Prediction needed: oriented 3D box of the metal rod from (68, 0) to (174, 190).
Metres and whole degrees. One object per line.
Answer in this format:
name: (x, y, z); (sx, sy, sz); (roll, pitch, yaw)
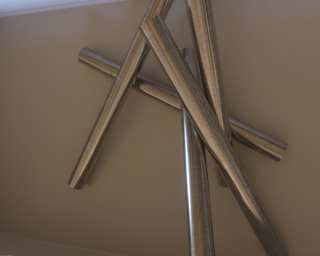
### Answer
metal rod: (-0.056, -0.042, 0.406); (0.025, 0.025, 0.298); (34, 110, 16)

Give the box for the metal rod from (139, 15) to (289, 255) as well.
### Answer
metal rod: (0.064, 0.021, 0.334); (0.025, 0.025, 0.299); (-27, 102, 18)

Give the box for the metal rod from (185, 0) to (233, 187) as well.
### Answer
metal rod: (0.051, -0.067, 0.325); (0.025, 0.025, 0.298); (-5, 115, 20)

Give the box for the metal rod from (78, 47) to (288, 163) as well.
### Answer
metal rod: (0.016, -0.038, 0.404); (0.301, 0.025, 0.025); (28, 99, 17)

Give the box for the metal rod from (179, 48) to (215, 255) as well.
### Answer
metal rod: (0.038, 0.040, 0.336); (0.025, 0.025, 0.299); (-11, 63, 19)
